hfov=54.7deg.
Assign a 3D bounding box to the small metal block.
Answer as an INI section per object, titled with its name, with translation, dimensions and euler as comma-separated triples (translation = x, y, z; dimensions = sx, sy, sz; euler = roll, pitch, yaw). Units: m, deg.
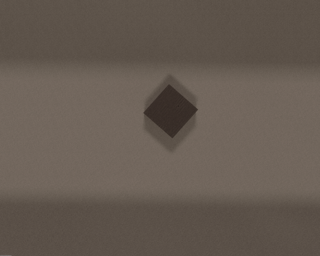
[small metal block]
translation = 0.014, -0.022, 0.412
dimensions = 0.050, 0.025, 0.050
euler = 41, 90, -1
